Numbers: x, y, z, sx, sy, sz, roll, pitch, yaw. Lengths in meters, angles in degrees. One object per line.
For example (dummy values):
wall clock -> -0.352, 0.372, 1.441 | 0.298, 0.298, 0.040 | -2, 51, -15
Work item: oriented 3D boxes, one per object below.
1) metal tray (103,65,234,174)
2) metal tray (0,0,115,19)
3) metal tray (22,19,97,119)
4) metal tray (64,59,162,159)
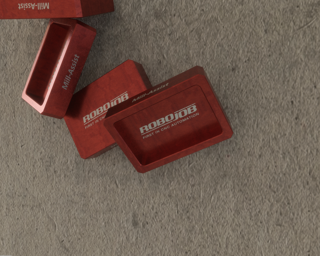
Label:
metal tray -> 0.010, -0.006, 0.375 | 0.130, 0.030, 0.090 | -24, 116, 15
metal tray -> -0.141, -0.169, 0.421 | 0.130, 0.090, 0.030 | 6, 116, 20
metal tray -> -0.144, -0.087, 0.433 | 0.090, 0.030, 0.129 | 28, 97, 45
metal tray -> -0.068, -0.023, 0.430 | 0.130, 0.030, 0.090 | -28, 81, 17
